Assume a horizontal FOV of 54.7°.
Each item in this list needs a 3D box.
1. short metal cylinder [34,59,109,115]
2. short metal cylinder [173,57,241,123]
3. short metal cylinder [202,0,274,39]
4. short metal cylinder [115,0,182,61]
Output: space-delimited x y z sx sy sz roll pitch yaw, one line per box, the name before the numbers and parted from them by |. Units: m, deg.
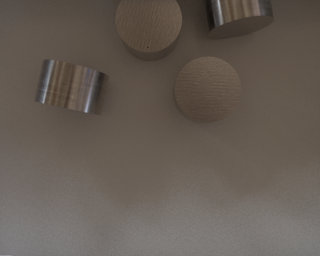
short metal cylinder | -0.108 -0.048 0.383 0.080 0.080 0.050 12 90 0
short metal cylinder | 0.058 -0.047 0.399 0.081 0.050 0.080 0 90 0
short metal cylinder | 0.095 -0.148 0.384 0.080 0.080 0.050 -10 90 0
short metal cylinder | -0.014 -0.131 0.399 0.081 0.050 0.080 0 90 0
